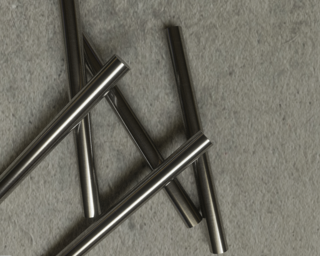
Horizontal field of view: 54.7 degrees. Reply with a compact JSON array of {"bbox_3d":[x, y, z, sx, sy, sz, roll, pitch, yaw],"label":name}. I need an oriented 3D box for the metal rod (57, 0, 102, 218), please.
[{"bbox_3d":[-0.102,-0.034,0.392,0.025,0.025,0.298,-5,97,0],"label":"metal rod"}]

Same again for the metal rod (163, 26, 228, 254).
[{"bbox_3d":[0.047,0.016,0.410,0.025,0.025,0.298,-12,90,0],"label":"metal rod"}]

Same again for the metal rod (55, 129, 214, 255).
[{"bbox_3d":[-0.055,0.110,0.392,0.300,0.025,0.025,-42,91,6],"label":"metal rod"}]

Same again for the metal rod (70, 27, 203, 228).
[{"bbox_3d":[-0.034,-0.001,0.409,0.025,0.025,0.299,-32,90,0],"label":"metal rod"}]

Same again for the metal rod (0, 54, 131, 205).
[{"bbox_3d":[-0.148,0.026,0.379,0.299,0.025,0.025,-44,91,11],"label":"metal rod"}]
